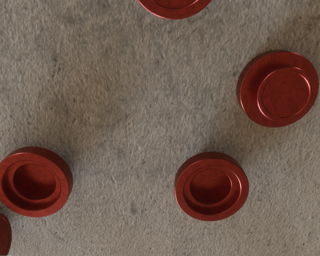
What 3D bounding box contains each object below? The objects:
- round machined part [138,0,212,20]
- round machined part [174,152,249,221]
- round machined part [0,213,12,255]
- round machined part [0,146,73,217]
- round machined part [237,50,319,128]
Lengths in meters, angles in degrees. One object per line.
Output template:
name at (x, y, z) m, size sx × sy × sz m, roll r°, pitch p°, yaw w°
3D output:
round machined part at (0.015, -0.170, 0.338) m, size 0.099 × 0.042 × 0.097 m, roll 0°, pitch 110°, yaw -1°
round machined part at (0.069, 0.077, 0.430) m, size 0.099 × 0.042 × 0.097 m, roll 0°, pitch 110°, yaw -1°
round machined part at (-0.241, 0.154, 0.424) m, size 0.042 × 0.098 × 0.097 m, roll -7°, pitch 110°, yaw 2°
round machined part at (-0.168, 0.069, 0.424) m, size 0.099 × 0.042 × 0.097 m, roll 0°, pitch 110°, yaw -1°
round machined part at (0.150, -0.046, 0.386) m, size 0.099 × 0.042 × 0.097 m, roll 0°, pitch 110°, yaw -1°
